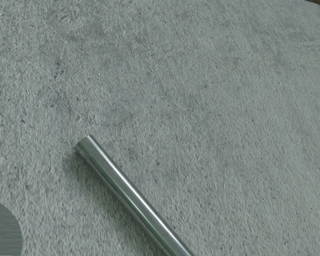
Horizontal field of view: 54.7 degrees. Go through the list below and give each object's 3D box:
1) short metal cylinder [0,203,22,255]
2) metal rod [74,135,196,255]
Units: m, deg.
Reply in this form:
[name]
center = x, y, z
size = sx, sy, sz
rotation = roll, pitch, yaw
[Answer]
[short metal cylinder]
center = -0.154, 0.100, 0.244
size = 0.081, 0.050, 0.080
rotation = 14, 56, -21
[metal rod]
center = 0.013, 0.127, 0.332
size = 0.300, 0.025, 0.025
rotation = 48, 51, 6
